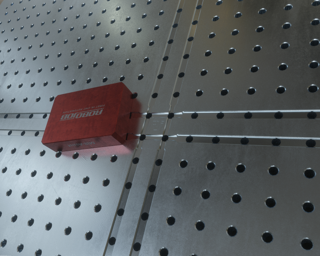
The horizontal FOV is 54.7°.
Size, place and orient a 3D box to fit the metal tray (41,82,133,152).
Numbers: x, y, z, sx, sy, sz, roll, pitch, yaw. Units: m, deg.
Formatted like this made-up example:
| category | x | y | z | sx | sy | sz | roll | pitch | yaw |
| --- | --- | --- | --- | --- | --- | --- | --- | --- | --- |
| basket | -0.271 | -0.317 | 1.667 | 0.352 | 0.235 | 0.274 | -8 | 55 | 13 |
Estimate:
| category | x | y | z | sx | sy | sz | roll | pitch | yaw |
| --- | --- | --- | --- | --- | --- | --- | --- | --- | --- |
| metal tray | -0.110 | -0.015 | 0.470 | 0.130 | 0.030 | 0.090 | -8 | 58 | 23 |
